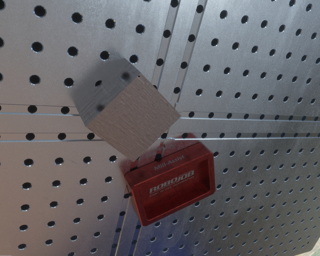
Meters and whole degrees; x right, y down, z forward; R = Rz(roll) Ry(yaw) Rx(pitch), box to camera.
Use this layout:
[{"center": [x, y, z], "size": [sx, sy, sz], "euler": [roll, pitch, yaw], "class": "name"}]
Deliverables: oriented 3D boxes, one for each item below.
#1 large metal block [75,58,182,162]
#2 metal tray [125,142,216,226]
[{"center": [-0.036, -0.020, 0.363], "size": [0.080, 0.050, 0.080], "euler": [-44, 129, 2], "class": "large metal block"}, {"center": [0.020, 0.086, 0.471], "size": [0.131, 0.030, 0.089], "euler": [-21, 127, -16], "class": "metal tray"}]
